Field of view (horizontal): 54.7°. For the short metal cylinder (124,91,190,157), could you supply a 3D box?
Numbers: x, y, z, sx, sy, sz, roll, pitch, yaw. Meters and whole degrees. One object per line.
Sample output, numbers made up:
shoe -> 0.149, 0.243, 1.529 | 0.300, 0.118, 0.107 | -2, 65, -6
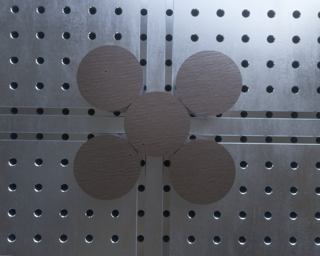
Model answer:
short metal cylinder -> -0.003, -0.005, 0.400 | 0.081, 0.050, 0.079 | 0, 90, -1

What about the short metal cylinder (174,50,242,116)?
short metal cylinder -> 0.059, -0.054, 0.399 | 0.081, 0.050, 0.079 | 0, 90, -1

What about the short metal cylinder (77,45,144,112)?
short metal cylinder -> -0.061, -0.061, 0.399 | 0.081, 0.050, 0.079 | 0, 90, -1

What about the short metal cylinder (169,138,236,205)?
short metal cylinder -> 0.052, 0.053, 0.401 | 0.081, 0.050, 0.079 | 0, 90, -1

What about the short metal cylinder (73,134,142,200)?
short metal cylinder -> -0.065, 0.047, 0.399 | 0.081, 0.050, 0.079 | 0, 90, -1
